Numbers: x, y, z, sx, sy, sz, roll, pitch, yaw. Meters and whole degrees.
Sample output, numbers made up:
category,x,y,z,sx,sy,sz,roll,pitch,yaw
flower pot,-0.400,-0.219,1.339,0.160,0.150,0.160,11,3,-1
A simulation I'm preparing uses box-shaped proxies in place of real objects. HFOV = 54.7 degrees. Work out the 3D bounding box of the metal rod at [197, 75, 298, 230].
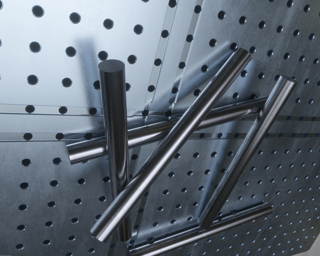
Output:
category,x,y,z,sx,sy,sz,roll,pitch,yaw
metal rod,0.129,0.054,0.497,0.025,0.025,0.298,4,123,-31

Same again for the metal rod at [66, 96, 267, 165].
category,x,y,z,sx,sy,sz,roll,pitch,yaw
metal rod,0.027,-0.002,0.426,0.302,0.025,0.025,-14,125,-21

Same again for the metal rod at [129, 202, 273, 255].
category,x,y,z,sx,sy,sz,roll,pitch,yaw
metal rod,0.087,0.192,0.580,0.303,0.025,0.025,-11,123,-23

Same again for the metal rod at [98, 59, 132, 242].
category,x,y,z,sx,sy,sz,roll,pitch,yaw
metal rod,-0.051,0.054,0.389,0.025,0.025,0.298,-16,134,-20

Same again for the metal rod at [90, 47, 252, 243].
category,x,y,z,sx,sy,sz,roll,pitch,yaw
metal rod,0.018,0.017,0.397,0.300,0.025,0.025,-51,130,-7
